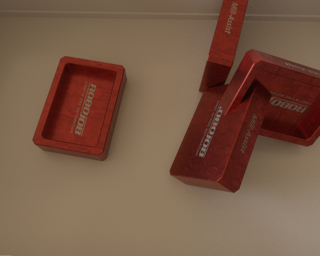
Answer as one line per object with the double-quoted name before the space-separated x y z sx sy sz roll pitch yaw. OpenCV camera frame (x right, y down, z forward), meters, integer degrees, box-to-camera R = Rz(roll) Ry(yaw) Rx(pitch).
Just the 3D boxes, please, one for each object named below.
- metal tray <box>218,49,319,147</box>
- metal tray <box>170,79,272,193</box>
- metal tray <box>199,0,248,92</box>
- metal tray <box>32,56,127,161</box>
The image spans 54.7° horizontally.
"metal tray" 0.145 -0.031 0.369 0.131 0.089 0.030 13 36 -14
"metal tray" 0.071 0.007 0.373 0.030 0.090 0.130 35 69 -28
"metal tray" 0.087 -0.120 0.419 0.030 0.090 0.130 15 71 5
"metal tray" -0.103 -0.028 0.415 0.091 0.030 0.130 10 70 3
